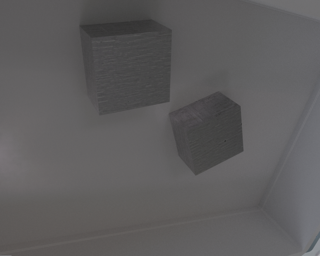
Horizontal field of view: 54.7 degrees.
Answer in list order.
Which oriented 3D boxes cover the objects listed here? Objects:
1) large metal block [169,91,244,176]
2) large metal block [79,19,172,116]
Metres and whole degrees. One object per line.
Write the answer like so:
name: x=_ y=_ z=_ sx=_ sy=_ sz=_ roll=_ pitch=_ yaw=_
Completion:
large metal block: x=0.066 y=0.007 z=0.433 sx=0.080 sy=0.050 sz=0.080 roll=-25 pitch=128 yaw=-13
large metal block: x=-0.036 y=-0.067 z=0.331 sx=0.081 sy=0.050 sz=0.079 roll=-13 pitch=124 yaw=-21
